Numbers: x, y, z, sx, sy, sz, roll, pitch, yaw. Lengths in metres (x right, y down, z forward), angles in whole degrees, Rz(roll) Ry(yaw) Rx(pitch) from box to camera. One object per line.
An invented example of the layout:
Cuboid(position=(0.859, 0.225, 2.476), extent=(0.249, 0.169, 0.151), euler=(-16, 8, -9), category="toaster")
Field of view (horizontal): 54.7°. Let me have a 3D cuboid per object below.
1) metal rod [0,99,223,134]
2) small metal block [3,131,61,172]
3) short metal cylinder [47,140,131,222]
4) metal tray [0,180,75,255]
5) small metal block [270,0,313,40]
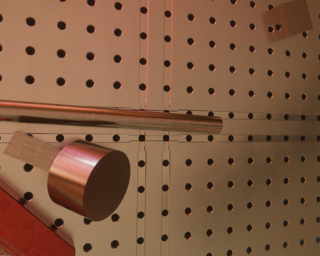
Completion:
Cuboid(position=(-0.058, -0.012, 0.391), extent=(0.302, 0.025, 0.025), euler=(3, 89, -21), category="metal rod")
Cuboid(position=(-0.142, 0.025, 0.347), extent=(0.050, 0.050, 0.025), euler=(28, 81, -18), category="small metal block")
Cuboid(position=(-0.077, 0.058, 0.350), extent=(0.080, 0.050, 0.079), euler=(-36, 133, -51), category="short metal cylinder")
Cuboid(position=(-0.173, 0.130, 0.346), extent=(0.090, 0.030, 0.130), euler=(-46, 105, -14), category="metal tray")
Cuboid(position=(0.209, -0.173, 0.492), extent=(0.050, 0.025, 0.050), euler=(-20, 97, -19), category="small metal block")
